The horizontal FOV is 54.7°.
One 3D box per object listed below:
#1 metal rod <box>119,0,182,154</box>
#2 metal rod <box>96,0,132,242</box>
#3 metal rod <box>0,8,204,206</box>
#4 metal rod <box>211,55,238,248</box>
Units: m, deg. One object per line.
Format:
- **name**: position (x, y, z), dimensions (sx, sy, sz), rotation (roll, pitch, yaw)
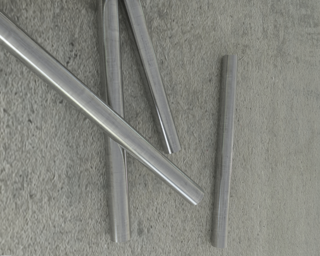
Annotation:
- **metal rod**: position (-0.023, -0.109, 0.384), dimensions (0.025, 0.025, 0.298), rotation (-27, 107, -37)
- **metal rod**: position (-0.054, -0.019, 0.359), dimensions (0.025, 0.025, 0.298), rotation (-5, 93, -40)
- **metal rod**: position (-0.057, -0.010, 0.328), dimensions (0.300, 0.025, 0.025), rotation (43, 64, -22)
- **metal rod**: position (0.103, 0.034, 0.490), dimensions (0.025, 0.025, 0.298), rotation (7, 86, -40)
